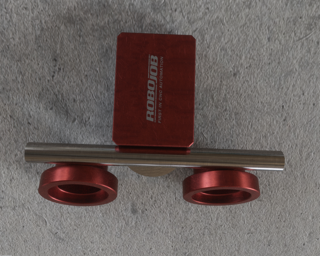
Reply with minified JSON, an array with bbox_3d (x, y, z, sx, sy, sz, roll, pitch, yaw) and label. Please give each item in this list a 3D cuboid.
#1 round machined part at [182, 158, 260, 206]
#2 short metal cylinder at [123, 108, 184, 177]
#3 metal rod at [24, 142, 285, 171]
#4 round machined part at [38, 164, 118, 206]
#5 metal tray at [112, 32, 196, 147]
[{"bbox_3d":[0.079,0.071,0.411,0.099,0.042,0.098,0,153,0],"label":"round machined part"},{"bbox_3d":[-0.009,0.016,0.404,0.081,0.050,0.079,0,110,-1],"label":"short metal cylinder"},{"bbox_3d":[-0.005,0.035,0.371,0.302,0.025,0.025,2,110,-2],"label":"metal rod"},{"bbox_3d":[-0.105,0.068,0.408,0.099,0.042,0.098,-1,149,0],"label":"round machined part"},{"bbox_3d":[-0.006,-0.043,0.364,0.091,0.030,0.129,2,84,-2],"label":"metal tray"}]
